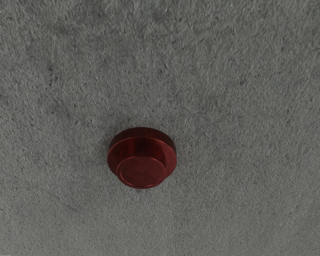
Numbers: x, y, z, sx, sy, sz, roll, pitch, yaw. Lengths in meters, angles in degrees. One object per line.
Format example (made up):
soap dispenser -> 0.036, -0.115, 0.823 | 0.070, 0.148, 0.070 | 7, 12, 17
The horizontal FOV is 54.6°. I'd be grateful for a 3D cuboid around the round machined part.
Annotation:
round machined part -> -0.025, 0.049, 0.437 | 0.099, 0.042, 0.097 | 0, 130, 0
